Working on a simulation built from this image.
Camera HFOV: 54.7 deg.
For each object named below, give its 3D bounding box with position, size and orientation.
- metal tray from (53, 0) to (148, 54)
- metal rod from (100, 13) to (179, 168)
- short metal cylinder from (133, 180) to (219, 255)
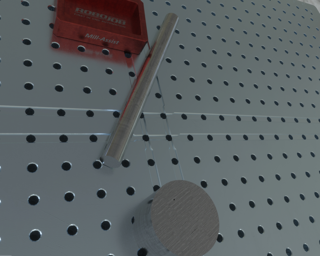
[{"bbox_3d":[-0.087,-0.165,0.460,0.131,0.030,0.090,7,59,-25],"label":"metal tray"},{"bbox_3d":[-0.018,-0.075,0.445,0.025,0.025,0.300,28,52,-11],"label":"metal rod"},{"bbox_3d":[0.017,0.103,0.340,0.081,0.050,0.080,14,56,-21],"label":"short metal cylinder"}]
